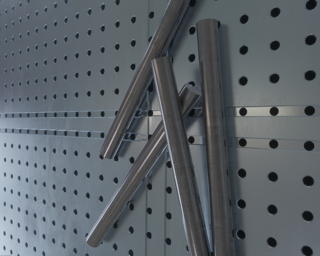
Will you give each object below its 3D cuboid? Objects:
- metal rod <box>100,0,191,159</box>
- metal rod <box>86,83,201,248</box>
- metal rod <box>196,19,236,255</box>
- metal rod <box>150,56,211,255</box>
[{"bbox_3d":[-0.016,-0.083,0.423,0.025,0.025,0.298,42,115,32],"label":"metal rod"},{"bbox_3d":[-0.033,0.067,0.437,0.025,0.025,0.298,48,118,29],"label":"metal rod"},{"bbox_3d":[0.065,0.025,0.356,0.025,0.025,0.299,-6,86,40],"label":"metal rod"},{"bbox_3d":[0.031,0.066,0.364,0.025,0.025,0.299,-12,89,39],"label":"metal rod"}]
